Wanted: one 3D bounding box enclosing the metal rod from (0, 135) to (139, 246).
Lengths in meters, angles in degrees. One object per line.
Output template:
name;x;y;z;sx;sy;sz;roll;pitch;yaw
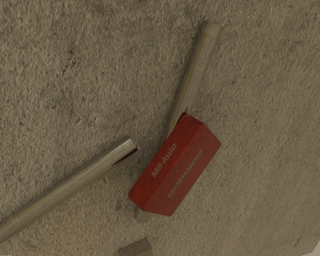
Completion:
metal rod;-0.158;0.104;0.384;0.301;0.025;0.025;-35;129;-6

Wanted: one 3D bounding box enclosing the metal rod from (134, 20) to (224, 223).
metal rod;0.018;0.007;0.420;0.025;0.025;0.298;5;116;-31

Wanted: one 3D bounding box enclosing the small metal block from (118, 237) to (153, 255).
small metal block;-0.039;0.219;0.521;0.050;0.025;0.050;-18;126;-18

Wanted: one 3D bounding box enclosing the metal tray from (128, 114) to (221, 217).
metal tray;0.024;0.054;0.418;0.130;0.030;0.090;-55;148;-2
